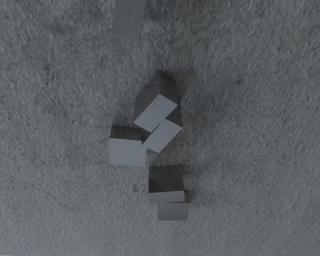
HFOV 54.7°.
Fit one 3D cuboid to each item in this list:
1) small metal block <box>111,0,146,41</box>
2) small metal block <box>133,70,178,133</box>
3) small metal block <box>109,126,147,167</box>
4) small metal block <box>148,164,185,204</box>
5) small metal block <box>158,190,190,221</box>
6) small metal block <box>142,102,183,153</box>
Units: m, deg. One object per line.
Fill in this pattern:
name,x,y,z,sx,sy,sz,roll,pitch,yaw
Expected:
small metal block,-0.027,-0.118,0.290,0.025,0.050,0.050,10,129,-9
small metal block,-0.006,-0.031,0.364,0.025,0.050,0.050,30,124,-23
small metal block,-0.044,0.026,0.429,0.050,0.025,0.050,5,130,-5
small metal block,0.010,0.083,0.462,0.050,0.050,0.025,-5,130,3
small metal block,0.022,0.130,0.519,0.050,0.025,0.050,1,130,-2
small metal block,0.002,-0.006,0.386,0.025,0.050,0.050,27,125,-21
